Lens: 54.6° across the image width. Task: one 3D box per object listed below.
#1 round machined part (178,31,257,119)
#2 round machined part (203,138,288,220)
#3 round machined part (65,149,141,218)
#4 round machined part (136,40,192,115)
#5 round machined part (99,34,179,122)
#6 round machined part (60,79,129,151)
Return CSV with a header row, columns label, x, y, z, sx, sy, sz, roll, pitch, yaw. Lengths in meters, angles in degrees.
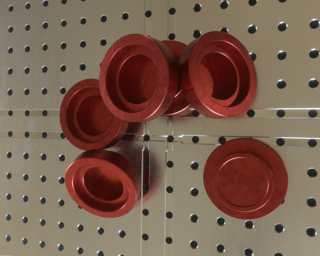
label,x,y,z,sx,sy,sz,roll,pitch,yaw
round machined part,0.062,-0.058,0.363,0.042,0.099,0.098,-13,85,60
round machined part,0.100,0.061,0.368,0.098,0.042,0.097,0,90,20
round machined part,-0.072,0.069,0.416,0.098,0.042,0.097,6,119,12
round machined part,0.007,-0.065,0.401,0.098,0.042,0.097,0,90,20
round machined part,-0.020,-0.056,0.361,0.098,0.042,0.097,2,94,33
round machined part,-0.087,-0.017,0.434,0.098,0.042,0.097,0,89,20
